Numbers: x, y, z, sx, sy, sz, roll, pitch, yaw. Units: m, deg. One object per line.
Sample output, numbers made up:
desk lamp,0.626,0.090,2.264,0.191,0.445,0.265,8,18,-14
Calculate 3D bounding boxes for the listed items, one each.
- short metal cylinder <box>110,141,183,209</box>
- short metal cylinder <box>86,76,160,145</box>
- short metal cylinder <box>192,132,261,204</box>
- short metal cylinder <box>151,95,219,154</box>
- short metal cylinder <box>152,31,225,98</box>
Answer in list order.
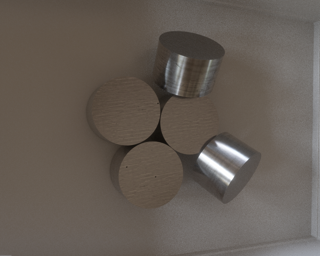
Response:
short metal cylinder,-0.018,0.055,0.390,0.081,0.050,0.079,0,90,-21
short metal cylinder,-0.046,-0.020,0.379,0.081,0.050,0.079,0,90,-21
short metal cylinder,0.088,0.052,0.408,0.080,0.050,0.080,-35,145,-29
short metal cylinder,0.029,-0.007,0.407,0.081,0.050,0.079,0,90,-21
short metal cylinder,0.034,-0.081,0.386,0.081,0.080,0.050,-3,130,-20
